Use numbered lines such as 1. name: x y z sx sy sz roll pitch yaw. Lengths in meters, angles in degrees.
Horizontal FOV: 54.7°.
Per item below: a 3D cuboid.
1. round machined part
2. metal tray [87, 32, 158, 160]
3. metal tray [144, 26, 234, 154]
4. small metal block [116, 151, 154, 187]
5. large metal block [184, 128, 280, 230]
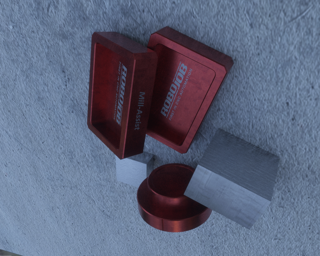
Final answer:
1. round machined part: 0.019 0.082 0.399 0.098 0.098 0.042 10 123 22
2. metal tray: -0.050 -0.039 0.370 0.090 0.030 0.129 37 128 39
3. metal tray: 0.017 -0.041 0.367 0.090 0.030 0.129 29 128 9
4. small metal block: -0.037 0.059 0.461 0.050 0.025 0.050 15 125 19
5. large metal block: 0.085 0.055 0.360 0.080 0.080 0.050 27 128 11
